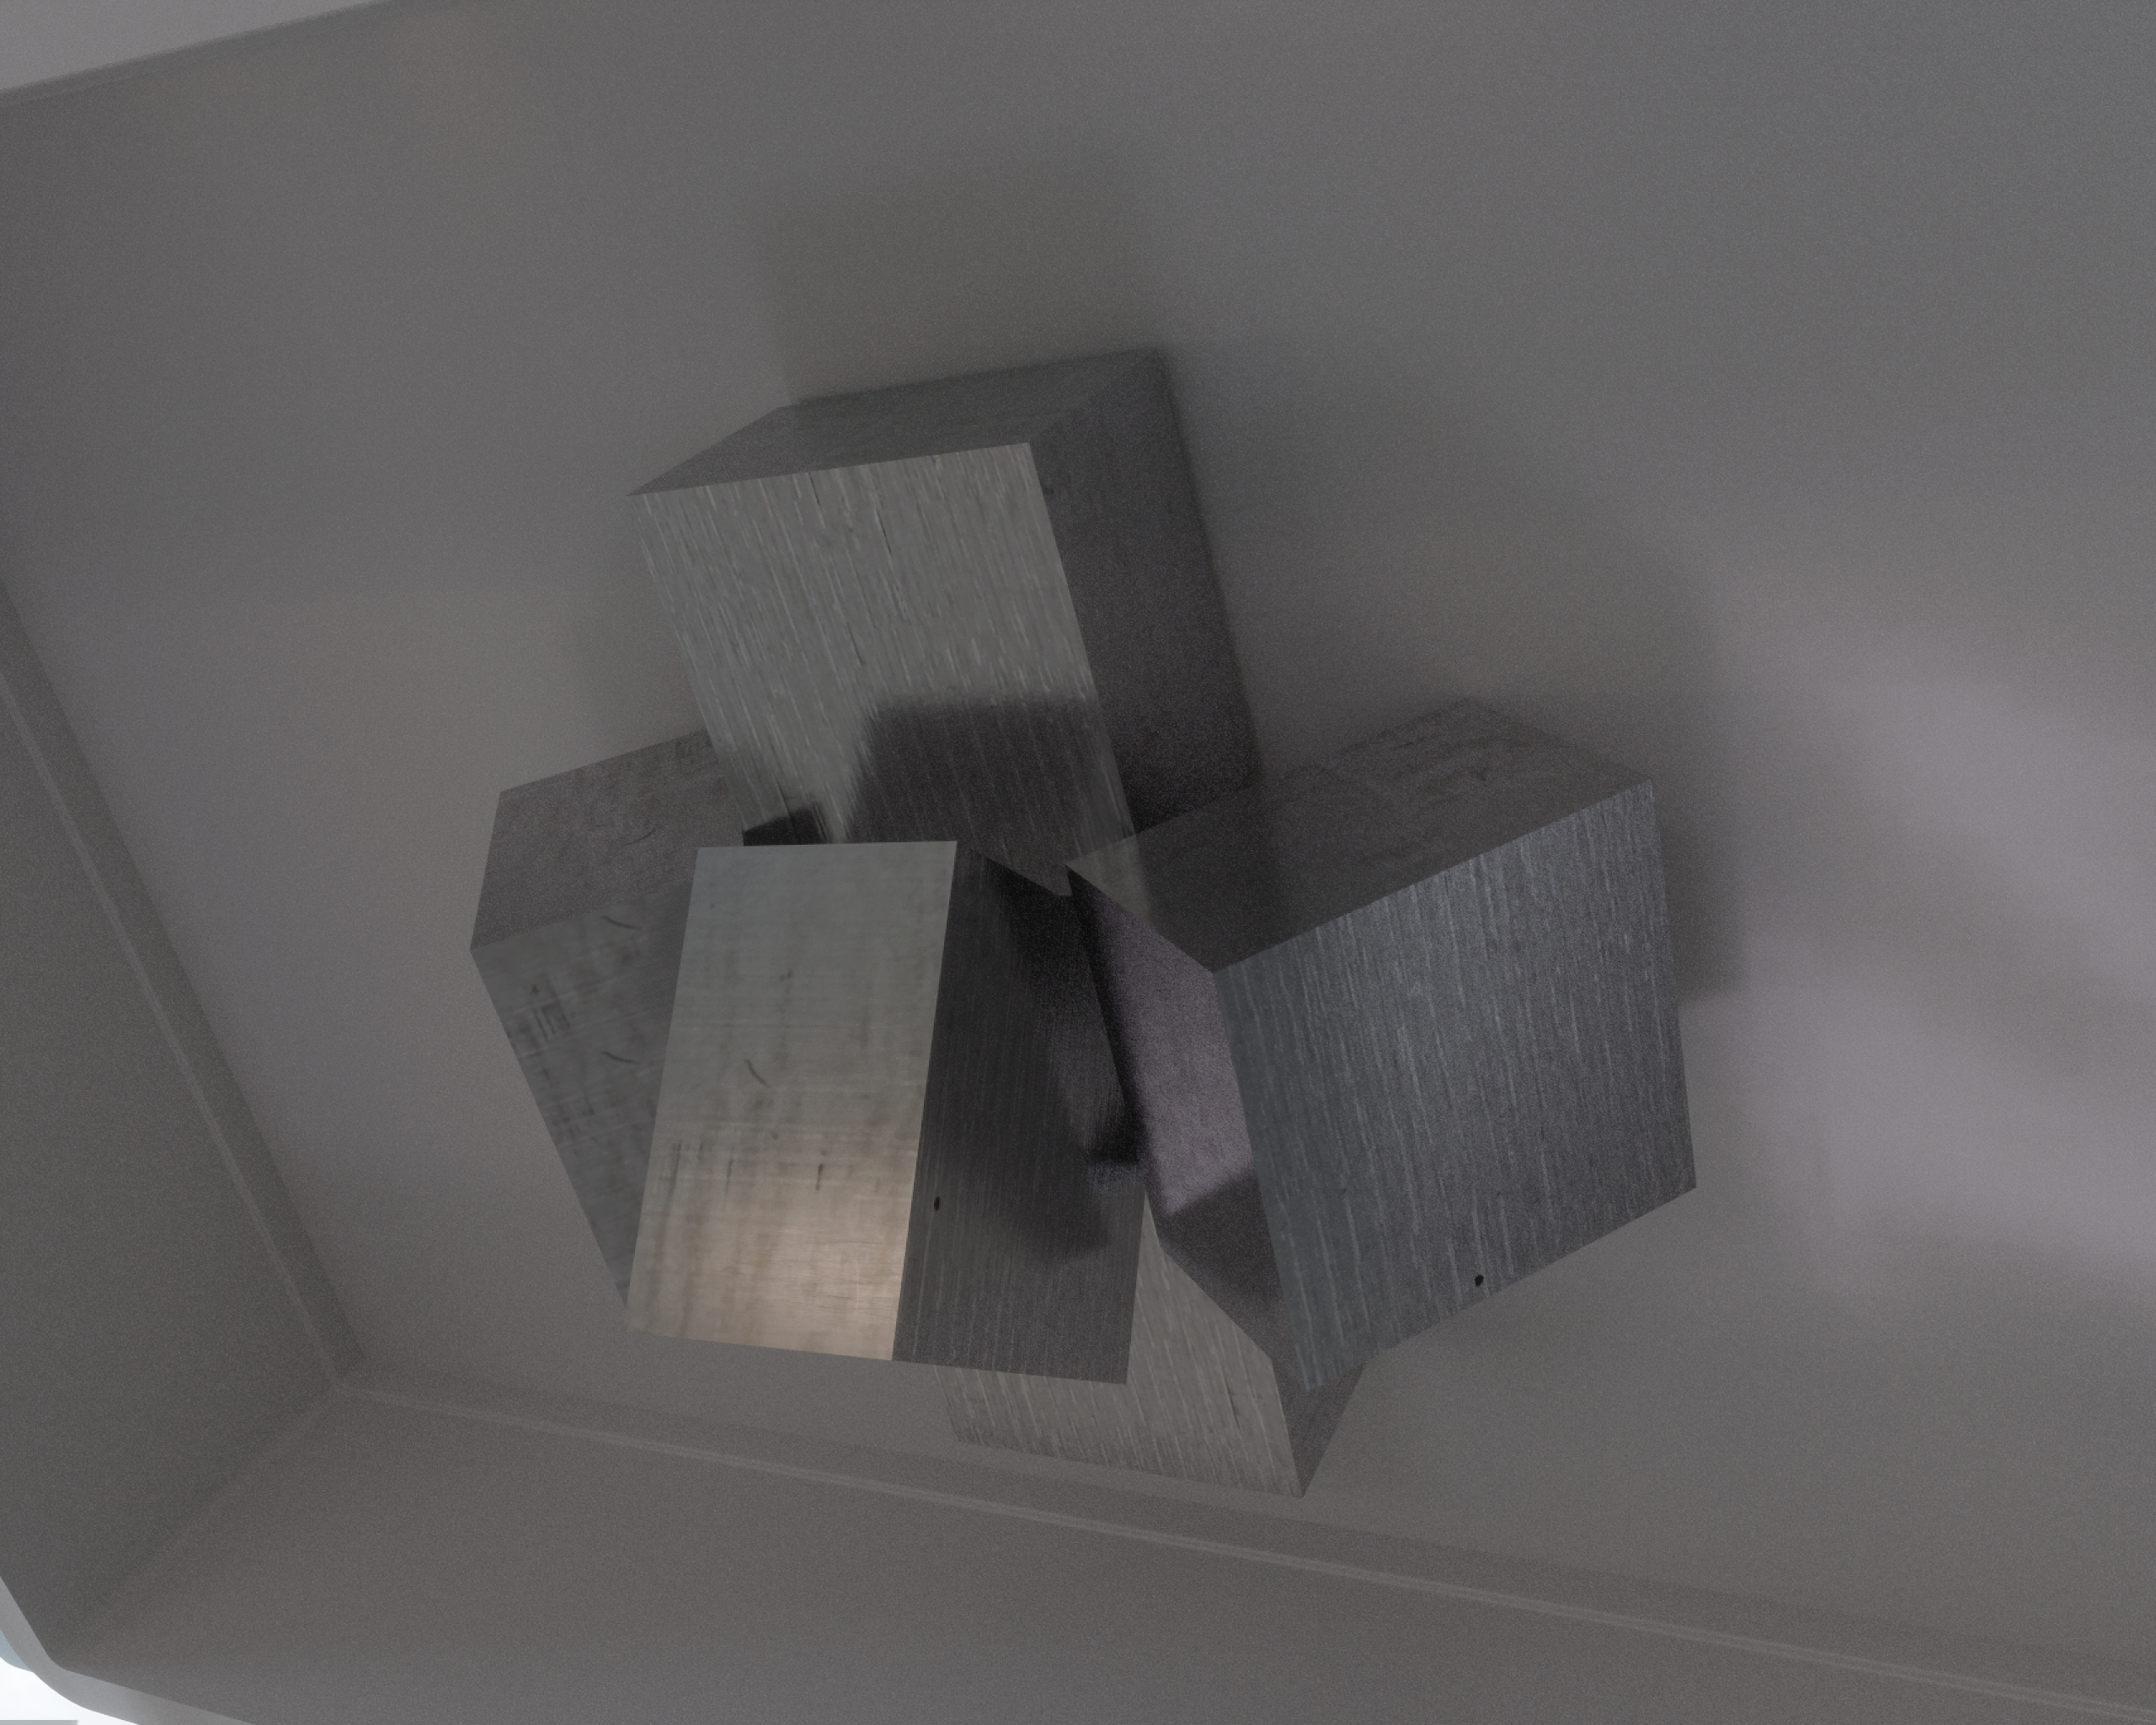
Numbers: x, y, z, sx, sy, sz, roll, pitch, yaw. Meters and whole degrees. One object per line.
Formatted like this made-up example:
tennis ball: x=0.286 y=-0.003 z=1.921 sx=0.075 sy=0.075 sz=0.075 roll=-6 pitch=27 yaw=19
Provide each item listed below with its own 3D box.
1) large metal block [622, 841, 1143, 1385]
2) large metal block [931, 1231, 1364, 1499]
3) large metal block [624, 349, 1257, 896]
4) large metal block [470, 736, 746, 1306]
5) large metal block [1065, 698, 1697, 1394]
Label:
large metal block: x=-0.027 y=0.046 z=0.363 sx=0.050 sy=0.080 sz=0.080 roll=-1 pitch=74 yaw=27
large metal block: x=0.011 y=0.079 z=0.434 sx=0.080 sy=0.050 sz=0.080 roll=1 pitch=119 yaw=28
large metal block: x=-0.022 y=-0.041 z=0.374 sx=0.080 sy=0.050 sz=0.080 roll=-1 pitch=118 yaw=29
large metal block: x=-0.080 y=0.028 z=0.421 sx=0.050 sy=0.080 sz=0.080 roll=-18 pitch=115 yaw=-4
large metal block: x=0.052 y=0.028 z=0.352 sx=0.050 sy=0.081 sz=0.080 roll=36 pitch=144 yaw=58
